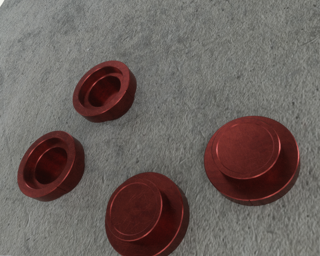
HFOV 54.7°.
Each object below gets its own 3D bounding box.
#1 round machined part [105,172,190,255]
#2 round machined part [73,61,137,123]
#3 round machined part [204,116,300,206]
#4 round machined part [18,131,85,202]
[{"bbox_3d":[-0.020,0.095,0.346,0.098,0.042,0.098,-13,56,21],"label":"round machined part"},{"bbox_3d":[-0.078,-0.050,0.465,0.098,0.042,0.098,-13,56,21],"label":"round machined part"},{"bbox_3d":[0.093,0.029,0.326,0.098,0.042,0.098,-13,56,21],"label":"round machined part"},{"bbox_3d":[-0.146,0.056,0.436,0.098,0.042,0.098,-13,56,21],"label":"round machined part"}]
